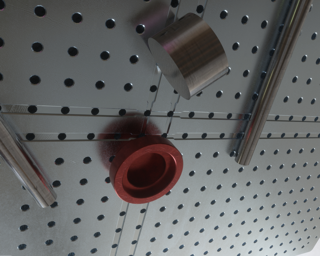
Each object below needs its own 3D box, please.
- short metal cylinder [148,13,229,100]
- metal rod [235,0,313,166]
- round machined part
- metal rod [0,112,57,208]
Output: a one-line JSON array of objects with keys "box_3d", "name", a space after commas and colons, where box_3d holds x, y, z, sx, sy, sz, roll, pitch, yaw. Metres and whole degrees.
[{"box_3d": [0.030, -0.078, 0.344, 0.050, 0.080, 0.080, -35, 129, -5], "name": "short metal cylinder"}, {"box_3d": [0.167, -0.075, 0.455, 0.025, 0.025, 0.298, -2, 119, -28], "name": "metal rod"}, {"box_3d": [-0.021, 0.052, 0.420, 0.099, 0.042, 0.097, -14, 124, -21], "name": "round machined part"}, {"box_3d": [-0.177, -0.024, 0.299, 0.025, 0.025, 0.299, -26, 128, -12], "name": "metal rod"}]
